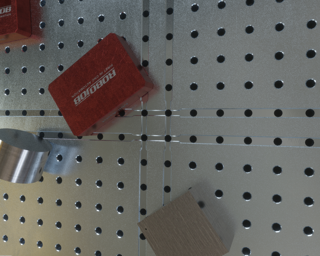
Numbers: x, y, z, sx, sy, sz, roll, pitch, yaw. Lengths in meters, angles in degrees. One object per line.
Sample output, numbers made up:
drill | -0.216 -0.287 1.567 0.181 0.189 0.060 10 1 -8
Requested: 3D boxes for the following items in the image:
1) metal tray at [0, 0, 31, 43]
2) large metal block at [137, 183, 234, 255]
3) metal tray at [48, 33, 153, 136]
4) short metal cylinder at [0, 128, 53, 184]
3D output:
metal tray | -0.274 -0.186 0.504 0.130 0.030 0.089 -4 89 19
large metal block | 0.033 0.128 0.387 0.080 0.050 0.080 -36 79 16
metal tray | -0.086 -0.059 0.439 0.130 0.030 0.090 -35 79 16
short metal cylinder | -0.207 0.040 0.454 0.080 0.080 0.050 26 99 18
